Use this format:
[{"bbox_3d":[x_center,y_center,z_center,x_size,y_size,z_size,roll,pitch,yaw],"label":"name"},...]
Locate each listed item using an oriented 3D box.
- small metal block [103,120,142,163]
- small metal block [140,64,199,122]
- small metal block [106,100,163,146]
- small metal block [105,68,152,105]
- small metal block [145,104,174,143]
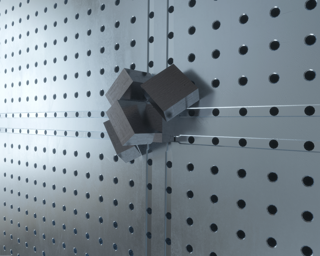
[{"bbox_3d":[-0.052,0.016,0.433,0.025,0.050,0.050,-26,69,-2],"label":"small metal block"},{"bbox_3d":[0.013,-0.044,0.382,0.050,0.025,0.050,-35,61,-9],"label":"small metal block"},{"bbox_3d":[-0.032,-0.006,0.388,0.025,0.050,0.050,-43,65,31],"label":"small metal block"},{"bbox_3d":[-0.038,-0.052,0.426,0.050,0.050,0.025,-48,61,29],"label":"small metal block"},{"bbox_3d":[-0.009,-0.007,0.417,0.050,0.025,0.050,1,90,39],"label":"small metal block"}]
